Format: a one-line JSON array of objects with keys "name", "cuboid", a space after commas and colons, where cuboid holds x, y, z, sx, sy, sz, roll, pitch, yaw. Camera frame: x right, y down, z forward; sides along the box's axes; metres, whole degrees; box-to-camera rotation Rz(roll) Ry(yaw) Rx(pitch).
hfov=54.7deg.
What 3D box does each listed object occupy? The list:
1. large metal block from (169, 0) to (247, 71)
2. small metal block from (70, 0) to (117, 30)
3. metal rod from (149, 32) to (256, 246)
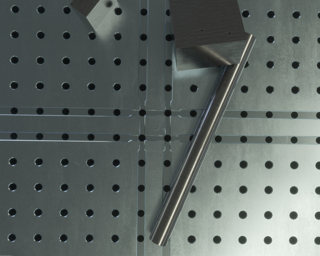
[{"name": "large metal block", "cuboid": [0.056, -0.123, 0.388, 0.080, 0.050, 0.080, -7, 69, 1]}, {"name": "small metal block", "cuboid": [-0.084, -0.162, 0.400, 0.025, 0.050, 0.050, 39, 90, -1]}, {"name": "metal rod", "cuboid": [0.057, 0.014, 0.414, 0.025, 0.025, 0.299, 24, 90, -1]}]
